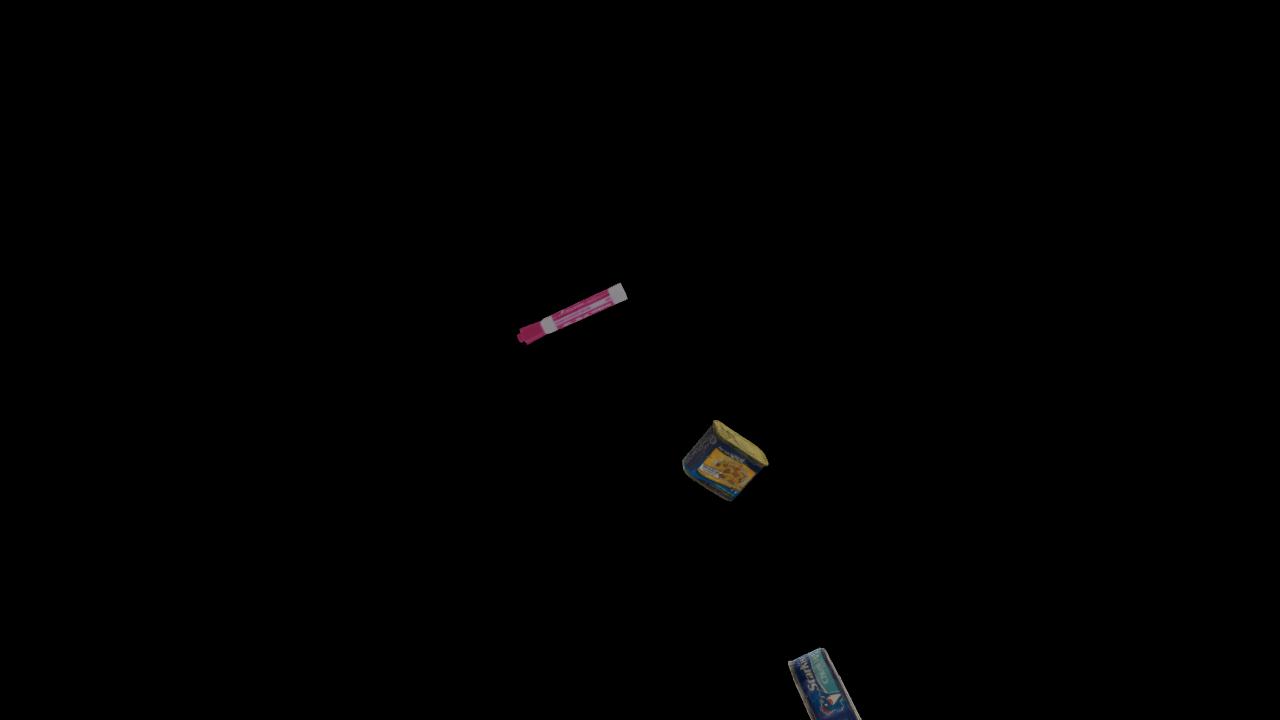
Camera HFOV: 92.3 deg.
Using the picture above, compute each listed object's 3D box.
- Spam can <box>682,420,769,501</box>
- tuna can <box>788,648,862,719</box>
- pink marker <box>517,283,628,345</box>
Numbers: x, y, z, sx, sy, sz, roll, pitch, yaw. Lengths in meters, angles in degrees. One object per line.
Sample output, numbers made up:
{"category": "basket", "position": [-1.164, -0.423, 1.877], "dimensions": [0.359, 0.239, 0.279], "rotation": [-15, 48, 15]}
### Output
{"category": "Spam can", "position": [0.127, 0.155, 0.933], "dimensions": [0.101, 0.085, 0.058], "rotation": [34, 17, -13]}
{"category": "tuna can", "position": [0.155, 0.280, 0.498], "dimensions": [0.034, 0.084, 0.084], "rotation": [-27, -2, 4]}
{"category": "pink marker", "position": [-0.071, -0.047, 0.637], "dimensions": [0.121, 0.020, 0.020], "rotation": [-24, -1, 2]}
